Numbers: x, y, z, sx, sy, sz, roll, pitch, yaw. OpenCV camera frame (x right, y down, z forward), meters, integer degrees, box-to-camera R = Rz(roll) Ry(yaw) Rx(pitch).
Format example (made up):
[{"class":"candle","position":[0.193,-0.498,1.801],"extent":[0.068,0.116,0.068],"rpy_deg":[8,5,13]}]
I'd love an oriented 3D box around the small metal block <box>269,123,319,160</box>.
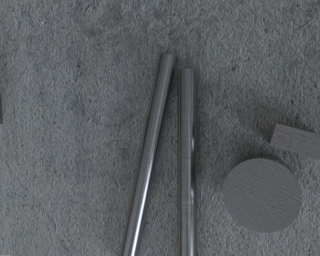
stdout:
[{"class":"small metal block","position":[0.151,0.014,0.342],"extent":[0.050,0.050,0.025],"rpy_deg":[17,96,19]}]

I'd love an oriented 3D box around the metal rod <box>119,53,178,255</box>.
[{"class":"metal rod","position":[-0.018,0.051,0.415],"extent":[0.025,0.025,0.298],"rpy_deg":[13,94,19]}]

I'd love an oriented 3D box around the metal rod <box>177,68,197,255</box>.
[{"class":"metal rod","position":[0.035,0.075,0.396],"extent":[0.025,0.025,0.298],"rpy_deg":[0,90,20]}]

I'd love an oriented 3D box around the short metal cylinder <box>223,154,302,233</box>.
[{"class":"short metal cylinder","position":[0.116,0.072,0.354],"extent":[0.080,0.050,0.079],"rpy_deg":[0,90,20]}]

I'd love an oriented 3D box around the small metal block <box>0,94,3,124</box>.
[{"class":"small metal block","position":[-0.284,-0.030,0.496],"extent":[0.025,0.050,0.050],"rpy_deg":[-5,88,20]}]
